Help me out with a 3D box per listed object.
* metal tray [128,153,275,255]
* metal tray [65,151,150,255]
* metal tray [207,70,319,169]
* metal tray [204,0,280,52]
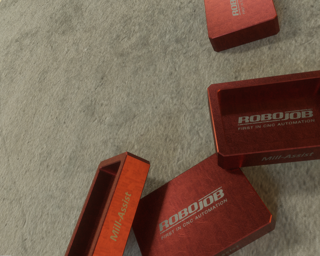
[{"bbox_3d":[0.038,0.093,0.323,0.130,0.030,0.090,-33,52,6],"label":"metal tray"},{"bbox_3d":[-0.061,0.096,0.342,0.090,0.030,0.130,-24,43,57],"label":"metal tray"},{"bbox_3d":[0.120,-0.010,0.320,0.131,0.030,0.090,-7,56,6],"label":"metal tray"},{"bbox_3d":[0.113,-0.178,0.450,0.090,0.030,0.130,-13,56,20],"label":"metal tray"}]
